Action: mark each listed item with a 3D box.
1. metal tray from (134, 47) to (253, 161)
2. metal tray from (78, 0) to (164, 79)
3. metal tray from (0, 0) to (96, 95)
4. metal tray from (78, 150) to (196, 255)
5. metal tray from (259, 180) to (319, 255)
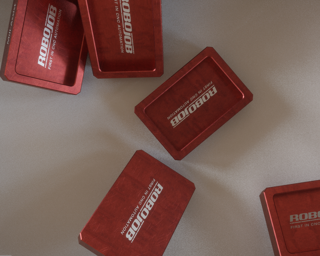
[{"bbox_3d":[0.043,-0.031,0.408,0.130,0.030,0.090,-40,90,0],"label":"metal tray"},{"bbox_3d":[-0.043,-0.123,0.368,0.091,0.030,0.129,-1,131,2],"label":"metal tray"},{"bbox_3d":[-0.135,-0.113,0.383,0.091,0.030,0.129,10,90,-38],"label":"metal tray"},{"bbox_3d":[-0.024,0.101,0.375,0.090,0.030,0.130,33,57,0],"label":"metal tray"},{"bbox_3d":[0.204,0.113,0.391,0.131,0.030,0.090,-9,68,2],"label":"metal tray"}]
